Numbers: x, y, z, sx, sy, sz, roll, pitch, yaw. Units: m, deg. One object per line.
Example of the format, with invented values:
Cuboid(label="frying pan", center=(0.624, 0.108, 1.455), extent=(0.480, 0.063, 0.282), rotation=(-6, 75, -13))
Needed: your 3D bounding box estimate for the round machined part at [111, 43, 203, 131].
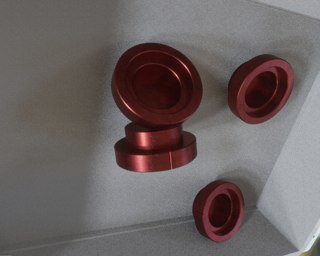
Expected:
Cuboid(label="round machined part", center=(-0.006, -0.042, 0.347), extent=(0.099, 0.098, 0.042), rotation=(-11, 163, -23))

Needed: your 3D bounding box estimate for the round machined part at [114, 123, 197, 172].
Cuboid(label="round machined part", center=(-0.006, 0.015, 0.372), extent=(0.099, 0.098, 0.042), rotation=(-12, 106, -22))

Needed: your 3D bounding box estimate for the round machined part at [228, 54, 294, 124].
Cuboid(label="round machined part", center=(0.137, -0.057, 0.439), extent=(0.099, 0.042, 0.097), rotation=(-14, 125, -21))

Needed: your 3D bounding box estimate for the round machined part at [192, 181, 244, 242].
Cuboid(label="round machined part", center=(0.093, 0.136, 0.519), extent=(0.099, 0.042, 0.097), rotation=(-2, 94, -36))
